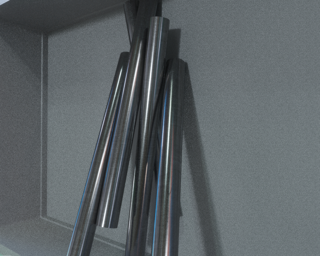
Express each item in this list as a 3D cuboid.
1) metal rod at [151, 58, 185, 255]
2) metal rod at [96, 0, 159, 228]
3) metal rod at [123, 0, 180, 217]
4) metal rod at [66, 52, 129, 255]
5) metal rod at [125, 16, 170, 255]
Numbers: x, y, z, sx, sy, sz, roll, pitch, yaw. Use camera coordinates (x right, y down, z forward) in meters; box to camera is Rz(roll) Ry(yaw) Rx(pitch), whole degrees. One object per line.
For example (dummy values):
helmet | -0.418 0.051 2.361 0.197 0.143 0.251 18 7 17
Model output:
metal rod | 0.009 0.050 0.322 0.025 0.025 0.299 -20 53 38
metal rod | -0.038 -0.031 0.387 0.025 0.025 0.299 -1 75 40
metal rod | -0.013 -0.030 0.417 0.025 0.025 0.298 -17 79 39
metal rod | -0.072 0.035 0.393 0.025 0.025 0.299 -8 62 40
metal rod | -0.016 0.015 0.387 0.025 0.025 0.298 8 93 40
